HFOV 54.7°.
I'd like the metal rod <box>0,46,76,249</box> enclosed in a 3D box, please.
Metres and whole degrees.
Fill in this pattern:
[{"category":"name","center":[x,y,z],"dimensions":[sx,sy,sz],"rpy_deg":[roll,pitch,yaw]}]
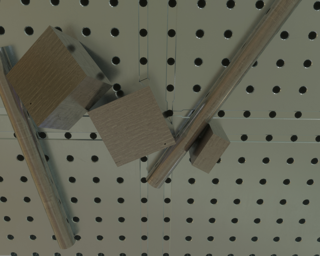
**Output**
[{"category":"metal rod","center":[-0.172,0.041,0.426],"dimensions":[0.025,0.025,0.298],"rpy_deg":[-11,110,4]}]

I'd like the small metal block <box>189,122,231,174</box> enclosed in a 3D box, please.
[{"category":"small metal block","center":[0.064,0.024,0.409],"dimensions":[0.025,0.050,0.050],"rpy_deg":[28,108,-10]}]

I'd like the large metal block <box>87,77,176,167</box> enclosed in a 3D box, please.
[{"category":"large metal block","center":[-0.033,-0.008,0.397],"dimensions":[0.080,0.050,0.080],"rpy_deg":[-22,109,8]}]

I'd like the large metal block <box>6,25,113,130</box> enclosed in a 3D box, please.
[{"category":"large metal block","center":[-0.117,-0.055,0.360],"dimensions":[0.080,0.050,0.080],"rpy_deg":[-43,71,14]}]

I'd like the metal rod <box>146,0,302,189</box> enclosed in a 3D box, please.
[{"category":"metal rod","center":[0.073,-0.040,0.399],"dimensions":[0.025,0.025,0.299],"rpy_deg":[32,107,-11]}]
